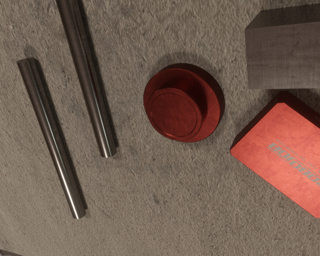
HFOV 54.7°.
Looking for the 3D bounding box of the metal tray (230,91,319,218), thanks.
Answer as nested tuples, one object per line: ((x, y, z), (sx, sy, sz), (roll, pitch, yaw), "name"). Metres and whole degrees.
((0.156, 0.032, 0.341), (0.130, 0.030, 0.089), (37, 129, 3), "metal tray")

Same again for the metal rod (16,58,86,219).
((-0.173, 0.033, 0.515), (0.025, 0.025, 0.298), (5, 121, 25), "metal rod")

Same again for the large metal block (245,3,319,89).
((0.122, -0.072, 0.262), (0.080, 0.080, 0.050), (2, 120, 26), "large metal block")

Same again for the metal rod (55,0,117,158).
((-0.101, -0.092, 0.400), (0.025, 0.025, 0.298), (4, 121, 26), "metal rod")

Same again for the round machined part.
((0.023, -0.024, 0.368), (0.098, 0.042, 0.097), (13, 124, 20), "round machined part")
